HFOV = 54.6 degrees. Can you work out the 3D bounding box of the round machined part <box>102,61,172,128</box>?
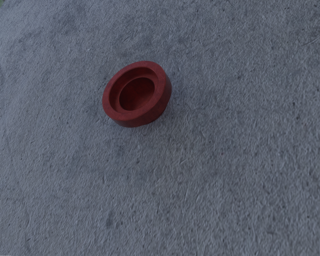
[{"bbox_3d":[-0.028,-0.043,0.435,0.098,0.042,0.098,-13,56,21],"label":"round machined part"}]
